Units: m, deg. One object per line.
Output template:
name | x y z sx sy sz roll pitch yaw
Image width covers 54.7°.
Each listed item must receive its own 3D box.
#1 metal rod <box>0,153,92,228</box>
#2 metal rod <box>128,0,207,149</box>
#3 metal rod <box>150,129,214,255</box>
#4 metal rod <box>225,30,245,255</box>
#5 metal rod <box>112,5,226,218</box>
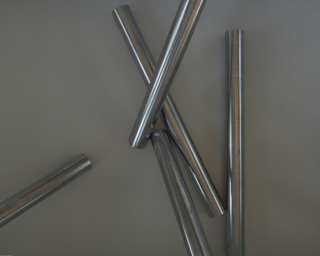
metal rod | -0.209 0.117 0.341 0.302 0.025 0.025 -33 90 -28
metal rod | 0.021 -0.099 0.341 0.025 0.025 0.298 23 119 -1
metal rod | 0.040 0.126 0.330 0.025 0.025 0.299 -19 56 0
metal rod | 0.100 0.022 0.412 0.025 0.025 0.298 0 90 -1
metal rod | 0.012 -0.021 0.411 0.025 0.025 0.299 -26 90 0
